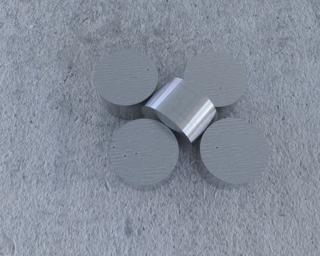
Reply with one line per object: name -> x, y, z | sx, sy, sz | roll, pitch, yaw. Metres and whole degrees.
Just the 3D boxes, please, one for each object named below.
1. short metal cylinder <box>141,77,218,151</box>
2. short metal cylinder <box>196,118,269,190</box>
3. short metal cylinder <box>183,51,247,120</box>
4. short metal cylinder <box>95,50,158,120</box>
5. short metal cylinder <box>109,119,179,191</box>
short metal cylinder -> 0.024, -0.017, 0.387 | 0.080, 0.080, 0.050 | 38, 74, 12
short metal cylinder -> 0.087, 0.033, 0.384 | 0.081, 0.050, 0.080 | 0, 70, 0
short metal cylinder -> 0.070, -0.055, 0.415 | 0.081, 0.050, 0.080 | 0, 70, 0
short metal cylinder -> -0.043, -0.057, 0.415 | 0.081, 0.050, 0.080 | 0, 70, 0
short metal cylinder -> -0.018, 0.035, 0.382 | 0.081, 0.050, 0.080 | 0, 70, 0
